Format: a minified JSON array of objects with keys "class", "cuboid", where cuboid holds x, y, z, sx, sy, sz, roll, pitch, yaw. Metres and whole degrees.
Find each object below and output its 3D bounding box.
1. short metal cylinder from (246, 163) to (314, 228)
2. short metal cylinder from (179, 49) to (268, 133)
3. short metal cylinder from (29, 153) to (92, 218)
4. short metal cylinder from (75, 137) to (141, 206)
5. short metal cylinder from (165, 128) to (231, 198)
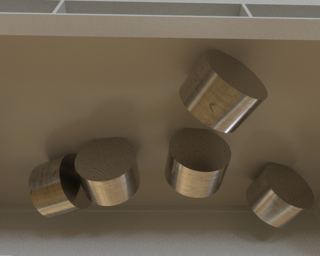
[{"class":"short metal cylinder","cuboid":[0.177,0.099,0.460,0.081,0.080,0.050,16,128,-14]},{"class":"short metal cylinder","cuboid":[0.069,-0.041,0.339,0.080,0.080,0.050,23,126,-19]},{"class":"short metal cylinder","cuboid":[-0.137,0.082,0.441,0.050,0.080,0.080,-20,128,16]},{"class":"short metal cylinder","cuboid":[-0.069,0.058,0.421,0.080,0.080,0.050,-3,130,2]},{"class":"short metal cylinder","cuboid":[0.049,0.045,0.412,0.081,0.080,0.050,4,130,-4]}]
